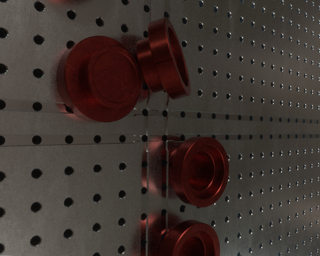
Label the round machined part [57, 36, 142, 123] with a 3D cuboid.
[{"bbox_3d":[-0.060,-0.055,0.349,0.099,0.042,0.097,0,90,-40],"label":"round machined part"}]

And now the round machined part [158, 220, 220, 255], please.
[{"bbox_3d":[0.036,0.177,0.431,0.099,0.042,0.097,0,90,-40],"label":"round machined part"}]

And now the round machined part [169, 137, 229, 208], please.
[{"bbox_3d":[0.052,0.061,0.444,0.099,0.042,0.097,0,90,-40],"label":"round machined part"}]

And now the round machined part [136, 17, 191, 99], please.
[{"bbox_3d":[0.003,-0.081,0.382,0.098,0.042,0.097,-15,90,-75],"label":"round machined part"}]
